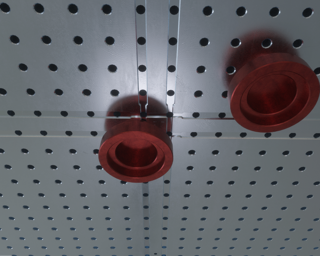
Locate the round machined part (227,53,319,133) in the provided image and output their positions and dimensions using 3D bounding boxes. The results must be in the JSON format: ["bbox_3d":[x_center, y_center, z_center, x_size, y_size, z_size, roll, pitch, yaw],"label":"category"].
[{"bbox_3d":[0.129,-0.044,0.364,0.099,0.042,0.097,0,130,0],"label":"round machined part"}]

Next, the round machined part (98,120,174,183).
[{"bbox_3d":[-0.031,0.028,0.424,0.099,0.042,0.097,0,130,0],"label":"round machined part"}]
